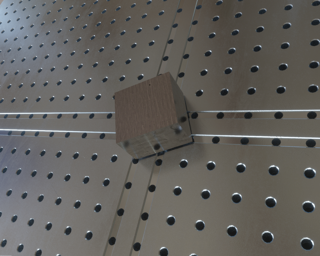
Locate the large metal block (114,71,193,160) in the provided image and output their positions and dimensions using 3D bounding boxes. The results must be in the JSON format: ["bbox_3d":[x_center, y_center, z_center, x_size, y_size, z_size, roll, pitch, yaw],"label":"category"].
[{"bbox_3d":[-0.010,-0.015,0.402,0.080,0.050,0.080,-19,55,17],"label":"large metal block"}]
